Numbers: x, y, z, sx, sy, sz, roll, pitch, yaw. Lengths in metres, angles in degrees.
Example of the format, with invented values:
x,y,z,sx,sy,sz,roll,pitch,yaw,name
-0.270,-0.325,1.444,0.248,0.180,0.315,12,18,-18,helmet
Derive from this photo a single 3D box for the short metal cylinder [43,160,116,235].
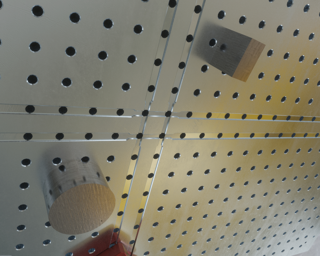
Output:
x,y,z,sx,sy,sz,roll,pitch,yaw,name
-0.103,0.087,0.394,0.081,0.050,0.079,-14,124,-21,short metal cylinder

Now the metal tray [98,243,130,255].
x,y,z,sx,sy,sz,roll,pitch,yaw,name
-0.070,0.265,0.503,0.090,0.030,0.130,-30,105,-10,metal tray

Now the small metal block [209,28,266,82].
x,y,z,sx,sy,sz,roll,pitch,yaw,name
0.097,-0.093,0.393,0.025,0.050,0.050,12,112,-34,small metal block
